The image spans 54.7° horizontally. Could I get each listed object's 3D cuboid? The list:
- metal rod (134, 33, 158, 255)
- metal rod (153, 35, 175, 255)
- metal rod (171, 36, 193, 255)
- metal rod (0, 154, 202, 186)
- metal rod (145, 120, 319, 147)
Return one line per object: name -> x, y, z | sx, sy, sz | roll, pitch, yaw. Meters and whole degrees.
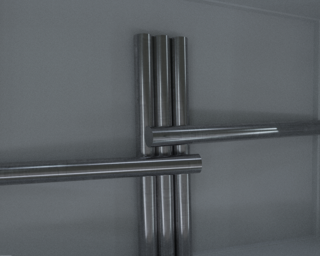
metal rod -> -0.019, 0.030, 0.403 | 0.025, 0.025, 0.298 | -2, 91, -20
metal rod -> 0.004, 0.029, 0.412 | 0.025, 0.025, 0.298 | -2, 91, -20
metal rod -> 0.029, 0.028, 0.421 | 0.025, 0.025, 0.298 | -2, 91, -20
metal rod -> -0.097, 0.049, 0.357 | 0.302, 0.025, 0.025 | -1, 91, -15
metal rod -> 0.122, 0.005, 0.437 | 0.303, 0.025, 0.025 | -2, 91, -27
